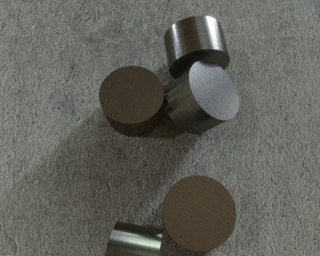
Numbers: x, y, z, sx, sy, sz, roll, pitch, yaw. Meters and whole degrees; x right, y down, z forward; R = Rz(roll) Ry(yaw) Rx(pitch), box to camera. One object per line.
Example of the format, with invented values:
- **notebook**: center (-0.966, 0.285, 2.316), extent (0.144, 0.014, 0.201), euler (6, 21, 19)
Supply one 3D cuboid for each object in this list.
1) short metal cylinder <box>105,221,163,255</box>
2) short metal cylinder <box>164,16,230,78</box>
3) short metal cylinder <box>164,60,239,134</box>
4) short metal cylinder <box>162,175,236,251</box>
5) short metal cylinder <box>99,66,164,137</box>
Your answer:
- **short metal cylinder**: center (-0.029, 0.144, 0.326), extent (0.050, 0.080, 0.080), euler (10, 70, 3)
- **short metal cylinder**: center (0.049, -0.104, 0.417), extent (0.081, 0.080, 0.050), euler (-8, 70, -3)
- **short metal cylinder**: center (0.052, -0.038, 0.389), extent (0.081, 0.050, 0.080), euler (16, 61, -30)
- **short metal cylinder**: center (0.042, 0.099, 0.359), extent (0.081, 0.050, 0.080), euler (0, 70, 0)
- **short metal cylinder**: center (-0.035, -0.034, 0.407), extent (0.081, 0.050, 0.080), euler (0, 70, 0)
